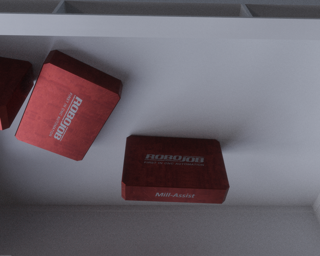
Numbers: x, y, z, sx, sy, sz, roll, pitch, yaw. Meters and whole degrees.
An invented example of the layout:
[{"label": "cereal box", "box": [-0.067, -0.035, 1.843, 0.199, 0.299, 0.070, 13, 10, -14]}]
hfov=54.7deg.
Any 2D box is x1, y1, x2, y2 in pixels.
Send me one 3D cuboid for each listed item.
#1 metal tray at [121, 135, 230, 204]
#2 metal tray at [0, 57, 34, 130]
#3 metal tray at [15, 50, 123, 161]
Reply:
[{"label": "metal tray", "box": [0.018, 0.053, 0.411, 0.131, 0.090, 0.030, 3, 130, -3]}, {"label": "metal tray", "box": [-0.213, -0.046, 0.324, 0.131, 0.090, 0.030, 8, 130, -8]}, {"label": "metal tray", "box": [-0.115, -0.021, 0.386, 0.090, 0.030, 0.129, 24, 126, -20]}]
